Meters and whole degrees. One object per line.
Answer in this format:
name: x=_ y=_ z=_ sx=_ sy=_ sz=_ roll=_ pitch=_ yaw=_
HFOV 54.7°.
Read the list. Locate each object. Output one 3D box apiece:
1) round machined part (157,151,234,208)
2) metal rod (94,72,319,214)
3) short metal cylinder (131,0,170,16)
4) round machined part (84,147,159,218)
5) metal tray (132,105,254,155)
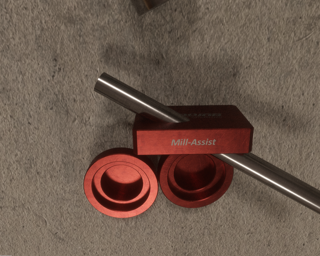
round machined part: x=0.045 y=0.055 z=0.417 sx=0.099 sy=0.042 sz=0.097 roll=-3 pitch=110 yaw=-8
metal rod: x=0.062 y=0.019 z=0.361 sx=0.301 sy=0.025 sz=0.025 roll=29 pitch=108 yaw=-1
short metal cylinder: x=0.001 y=-0.159 z=0.322 sx=0.080 sy=0.080 sz=0.050 roll=-26 pitch=108 yaw=9
round machined part: x=-0.051 y=0.071 z=0.426 sx=0.099 sy=0.042 sz=0.097 roll=0 pitch=110 yaw=-1
metal tray: x=0.036 y=-0.001 z=0.375 sx=0.131 sy=0.090 sz=0.030 roll=-1 pitch=111 yaw=0
